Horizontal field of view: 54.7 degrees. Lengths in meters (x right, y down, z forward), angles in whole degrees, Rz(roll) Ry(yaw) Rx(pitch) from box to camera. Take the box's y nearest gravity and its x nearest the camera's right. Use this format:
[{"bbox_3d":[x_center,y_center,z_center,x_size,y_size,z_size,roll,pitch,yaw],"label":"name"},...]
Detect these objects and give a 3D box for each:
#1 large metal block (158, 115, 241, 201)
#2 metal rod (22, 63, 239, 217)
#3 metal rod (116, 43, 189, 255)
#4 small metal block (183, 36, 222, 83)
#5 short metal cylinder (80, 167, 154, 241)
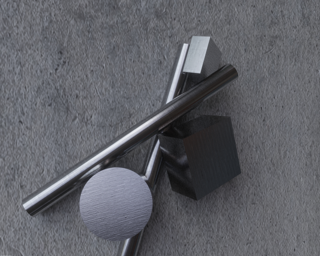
[{"bbox_3d":[0.053,0.034,0.401,0.081,0.050,0.080,-23,107,-31],"label":"large metal block"},{"bbox_3d":[-0.028,0.009,0.382,0.301,0.025,0.025,-34,102,-10],"label":"metal rod"},{"bbox_3d":[-0.004,0.033,0.408,0.025,0.025,0.299,18,84,-19],"label":"metal rod"},{"bbox_3d":[0.058,-0.089,0.419,0.050,0.025,0.050,25,79,-59],"label":"small metal block"},{"bbox_3d":[-0.048,0.086,0.366,0.080,0.050,0.080,0,84,0],"label":"short metal cylinder"}]
